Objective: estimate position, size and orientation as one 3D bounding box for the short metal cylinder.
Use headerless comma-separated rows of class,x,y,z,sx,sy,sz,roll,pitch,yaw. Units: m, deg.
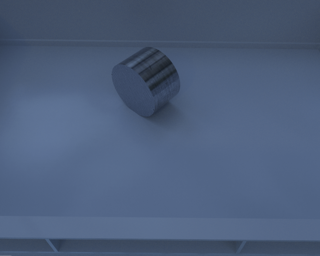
short metal cylinder,-0.019,-0.062,0.422,0.080,0.080,0.050,35,58,25
